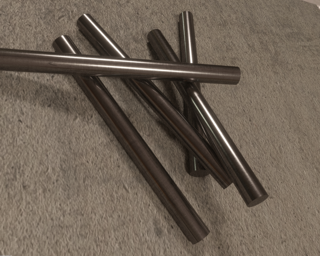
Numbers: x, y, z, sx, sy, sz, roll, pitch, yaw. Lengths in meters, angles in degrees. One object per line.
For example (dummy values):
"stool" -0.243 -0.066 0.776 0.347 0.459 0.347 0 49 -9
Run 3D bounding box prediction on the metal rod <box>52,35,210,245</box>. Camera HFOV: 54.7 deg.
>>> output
"metal rod" -0.041 0.007 0.378 0.025 0.025 0.299 -29 78 -38

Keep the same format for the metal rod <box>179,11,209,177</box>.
"metal rod" 0.049 -0.070 0.474 0.025 0.025 0.299 13 56 -22

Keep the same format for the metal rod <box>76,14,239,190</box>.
"metal rod" -0.011 -0.043 0.406 0.025 0.025 0.300 -31 74 -38

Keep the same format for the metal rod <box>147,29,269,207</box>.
"metal rod" 0.047 -0.035 0.409 0.025 0.025 0.299 -4 50 -30

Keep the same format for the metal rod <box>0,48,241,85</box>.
"metal rod" -0.042 -0.074 0.382 0.302 0.025 0.025 1 61 -15
